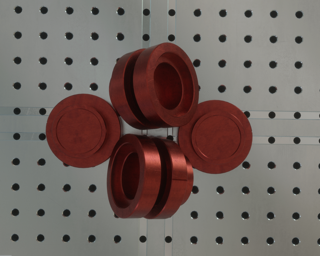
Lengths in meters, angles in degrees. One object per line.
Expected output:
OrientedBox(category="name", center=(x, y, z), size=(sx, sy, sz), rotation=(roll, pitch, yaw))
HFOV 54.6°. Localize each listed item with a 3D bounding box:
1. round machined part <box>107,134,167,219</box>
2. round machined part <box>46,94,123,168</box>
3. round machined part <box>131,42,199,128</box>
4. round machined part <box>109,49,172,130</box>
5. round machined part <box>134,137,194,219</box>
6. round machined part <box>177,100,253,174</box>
OrientedBox(category="round machined part", center=(-0.024, 0.058, 0.372), size=(0.042, 0.098, 0.098), rotation=(10, 90, -32))
OrientedBox(category="round machined part", center=(-0.100, 0.004, 0.404), size=(0.099, 0.042, 0.097), rotation=(0, 90, 0))
OrientedBox(category="round machined part", center=(0.002, -0.048, 0.370), size=(0.042, 0.099, 0.097), rotation=(-6, 90, 40))
OrientedBox(category="round machined part", center=(-0.025, -0.046, 0.388), size=(0.042, 0.099, 0.097), rotation=(-6, 90, 40))
OrientedBox(category="round machined part", center=(0.005, 0.063, 0.386), size=(0.042, 0.098, 0.098), rotation=(10, 90, -32))
OrientedBox(category="round machined part", center=(0.073, 0.012, 0.405), size=(0.099, 0.042, 0.097), rotation=(0, 90, 0))
